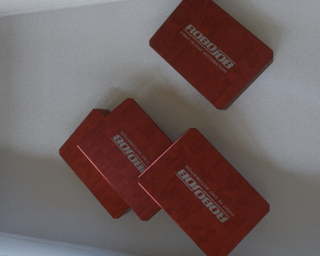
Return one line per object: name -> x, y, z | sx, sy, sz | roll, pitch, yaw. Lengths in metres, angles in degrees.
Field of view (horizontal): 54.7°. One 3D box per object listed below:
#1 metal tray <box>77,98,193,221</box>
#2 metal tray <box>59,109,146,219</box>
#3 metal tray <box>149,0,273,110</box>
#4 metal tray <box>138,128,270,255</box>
metal tray -> -0.028, 0.038, 0.392 | 0.090, 0.030, 0.130 | -41, 85, -5
metal tray -> -0.069, 0.047, 0.431 | 0.130, 0.030, 0.090 | 46, 104, 14
metal tray -> 0.062, -0.096, 0.386 | 0.130, 0.030, 0.090 | 46, 104, 14
metal tray -> 0.049, 0.075, 0.360 | 0.090, 0.030, 0.130 | -43, 88, -8
